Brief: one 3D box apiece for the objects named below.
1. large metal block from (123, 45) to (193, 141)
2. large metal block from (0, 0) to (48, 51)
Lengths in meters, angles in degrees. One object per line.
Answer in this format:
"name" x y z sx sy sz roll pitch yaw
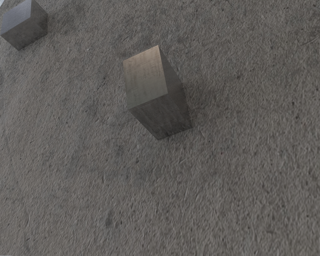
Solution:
"large metal block" -0.002 -0.043 0.396 0.050 0.080 0.080 -21 54 16
"large metal block" -0.300 -0.231 0.688 0.080 0.050 0.080 -25 53 13
